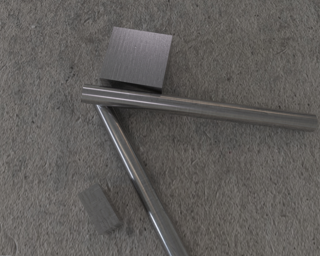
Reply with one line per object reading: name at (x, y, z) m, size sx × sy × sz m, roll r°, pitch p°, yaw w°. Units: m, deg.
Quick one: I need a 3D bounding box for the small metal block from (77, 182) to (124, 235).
small metal block at (-0.067, 0.095, 0.360) m, size 0.025 × 0.050 × 0.050 m, roll -31°, pitch 73°, yaw -10°

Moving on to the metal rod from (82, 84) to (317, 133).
metal rod at (0.053, -0.025, 0.403) m, size 0.302 × 0.025 × 0.025 m, roll 7°, pitch 70°, yaw -4°

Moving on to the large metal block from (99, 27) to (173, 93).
large metal block at (-0.030, -0.085, 0.426) m, size 0.080 × 0.050 × 0.080 m, roll 10°, pitch 70°, yaw 3°

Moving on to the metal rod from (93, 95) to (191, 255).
metal rod at (-0.011, 0.087, 0.376) m, size 0.025 × 0.025 × 0.299 m, roll -26°, pitch 72°, yaw -9°
